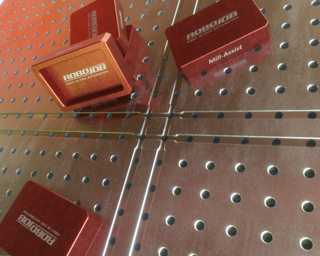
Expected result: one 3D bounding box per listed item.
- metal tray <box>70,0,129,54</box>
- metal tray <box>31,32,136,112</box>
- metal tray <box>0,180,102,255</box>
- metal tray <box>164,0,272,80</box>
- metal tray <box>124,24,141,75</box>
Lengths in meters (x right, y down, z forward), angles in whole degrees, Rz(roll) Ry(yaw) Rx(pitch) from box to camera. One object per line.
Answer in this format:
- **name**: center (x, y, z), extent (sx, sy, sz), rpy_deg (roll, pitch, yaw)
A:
- **metal tray**: center (-0.104, -0.161, 0.517), extent (0.090, 0.030, 0.130), rpy_deg (-22, 54, 14)
- **metal tray**: center (-0.115, -0.080, 0.470), extent (0.130, 0.090, 0.030), rpy_deg (-13, 37, 20)
- **metal tray**: center (-0.148, 0.131, 0.400), extent (0.130, 0.030, 0.090), rpy_deg (16, 70, 34)
- **metal tray**: center (0.079, -0.135, 0.445), extent (0.130, 0.030, 0.090), rpy_deg (-24, 53, 13)
- **metal tray**: center (-0.102, -0.122, 0.531), extent (0.130, 0.030, 0.090), rpy_deg (-6, 59, 24)
